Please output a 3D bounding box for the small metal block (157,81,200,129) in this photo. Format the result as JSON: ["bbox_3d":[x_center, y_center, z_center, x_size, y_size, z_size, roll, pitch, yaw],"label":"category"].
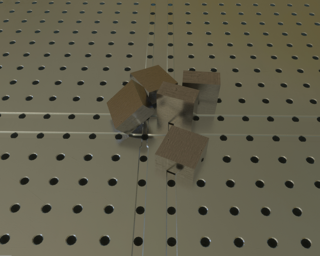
[{"bbox_3d":[0.024,-0.031,0.418,0.050,0.050,0.025,16,52,13],"label":"small metal block"}]

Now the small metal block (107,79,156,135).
[{"bbox_3d":[-0.040,-0.028,0.414,0.050,0.025,0.050,-40,50,19],"label":"small metal block"}]

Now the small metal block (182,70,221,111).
[{"bbox_3d":[0.056,-0.052,0.436,0.050,0.050,0.025,4,50,3],"label":"small metal block"}]

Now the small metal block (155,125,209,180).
[{"bbox_3d":[0.027,0.030,0.383,0.050,0.025,0.050,20,53,16],"label":"small metal block"}]

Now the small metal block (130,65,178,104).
[{"bbox_3d":[-0.010,-0.064,0.457,0.050,0.025,0.050,-22,53,-28],"label":"small metal block"}]
